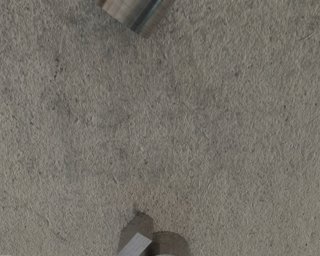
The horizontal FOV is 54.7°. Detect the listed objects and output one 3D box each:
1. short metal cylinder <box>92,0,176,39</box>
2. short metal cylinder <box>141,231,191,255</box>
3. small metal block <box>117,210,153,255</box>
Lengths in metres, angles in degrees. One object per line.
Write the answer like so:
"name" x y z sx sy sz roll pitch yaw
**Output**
"short metal cylinder" -0.030 -0.140 0.329 0.080 0.080 0.050 35 107 -12
"short metal cylinder" 0.008 0.206 0.473 0.081 0.050 0.079 0 110 0
"small metal block" -0.036 0.159 0.455 0.025 0.050 0.050 36 106 -12
